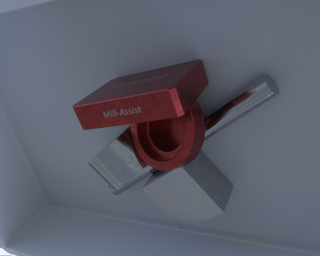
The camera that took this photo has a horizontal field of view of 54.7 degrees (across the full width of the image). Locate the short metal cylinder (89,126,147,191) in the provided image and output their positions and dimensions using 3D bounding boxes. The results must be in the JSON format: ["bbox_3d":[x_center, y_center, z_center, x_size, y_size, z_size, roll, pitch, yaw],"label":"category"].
[{"bbox_3d":[-0.049,0.038,0.419,0.050,0.080,0.080,48,129,-5],"label":"short metal cylinder"}]

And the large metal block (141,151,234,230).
[{"bbox_3d":[0.037,0.081,0.418,0.080,0.050,0.080,48,129,-6],"label":"large metal block"}]

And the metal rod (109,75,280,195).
[{"bbox_3d":[0.021,0.026,0.410,0.025,0.025,0.299,48,128,-6],"label":"metal rod"}]

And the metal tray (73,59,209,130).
[{"bbox_3d":[-0.021,-0.037,0.350,0.130,0.090,0.030,-7,115,30],"label":"metal tray"}]

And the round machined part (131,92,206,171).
[{"bbox_3d":[0.014,-0.001,0.369,0.098,0.042,0.097,4,96,42],"label":"round machined part"}]
